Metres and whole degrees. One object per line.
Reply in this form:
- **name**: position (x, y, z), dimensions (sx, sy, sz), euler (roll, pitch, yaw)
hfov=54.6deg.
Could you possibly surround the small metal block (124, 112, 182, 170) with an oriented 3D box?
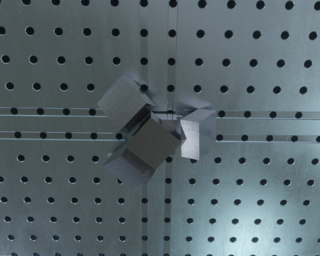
- **small metal block**: position (-0.009, 0.016, 0.392), dimensions (0.050, 0.025, 0.050), euler (39, 105, -14)

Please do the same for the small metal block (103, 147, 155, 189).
- **small metal block**: position (-0.041, 0.052, 0.419), dimensions (0.050, 0.025, 0.050), euler (43, 142, -14)

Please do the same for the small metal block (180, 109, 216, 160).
- **small metal block**: position (0.050, 0.007, 0.400), dimensions (0.025, 0.050, 0.050), euler (10, 114, 31)

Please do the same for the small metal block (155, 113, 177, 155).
- **small metal block**: position (-0.004, 0.007, 0.416), dimensions (0.050, 0.025, 0.050), euler (1, 113, -1)

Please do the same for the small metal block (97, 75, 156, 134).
- **small metal block**: position (-0.042, -0.029, 0.389), dimensions (0.050, 0.025, 0.050), euler (-45, 69, 14)
